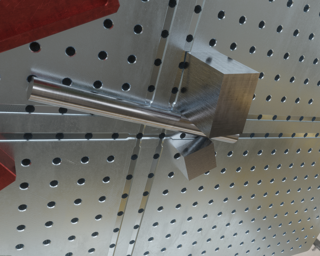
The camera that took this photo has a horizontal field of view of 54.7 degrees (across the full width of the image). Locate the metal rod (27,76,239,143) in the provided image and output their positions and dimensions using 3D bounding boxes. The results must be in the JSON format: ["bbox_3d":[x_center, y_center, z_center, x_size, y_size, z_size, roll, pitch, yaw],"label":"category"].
[{"bbox_3d":[-0.009,-0.014,0.398,0.302,0.025,0.025,12,112,-34],"label":"metal rod"}]

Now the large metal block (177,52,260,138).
[{"bbox_3d":[0.068,-0.044,0.388,0.050,0.080,0.079,-6,121,-26],"label":"large metal block"}]

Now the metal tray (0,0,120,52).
[{"bbox_3d":[-0.110,-0.128,0.268,0.131,0.030,0.090,-25,128,-13],"label":"metal tray"}]

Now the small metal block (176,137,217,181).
[{"bbox_3d":[0.056,0.045,0.472,0.050,0.025,0.050,-24,128,-14],"label":"small metal block"}]

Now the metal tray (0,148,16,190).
[{"bbox_3d":[-0.223,0.031,0.305,0.090,0.030,0.130,-35,129,-6],"label":"metal tray"}]
